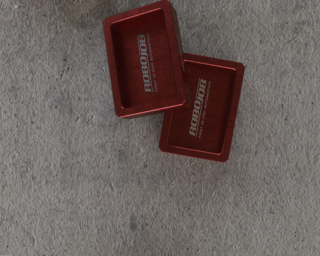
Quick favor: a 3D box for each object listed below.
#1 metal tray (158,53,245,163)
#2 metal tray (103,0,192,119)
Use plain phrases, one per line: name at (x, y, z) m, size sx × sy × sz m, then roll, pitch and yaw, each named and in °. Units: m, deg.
metal tray at (0.053, -0.026, 0.407) m, size 0.091 × 0.030 × 0.129 m, roll 10°, pitch 90°, yaw 0°
metal tray at (-0.017, -0.082, 0.386) m, size 0.090 × 0.030 × 0.129 m, roll -11°, pitch 84°, yaw 17°
